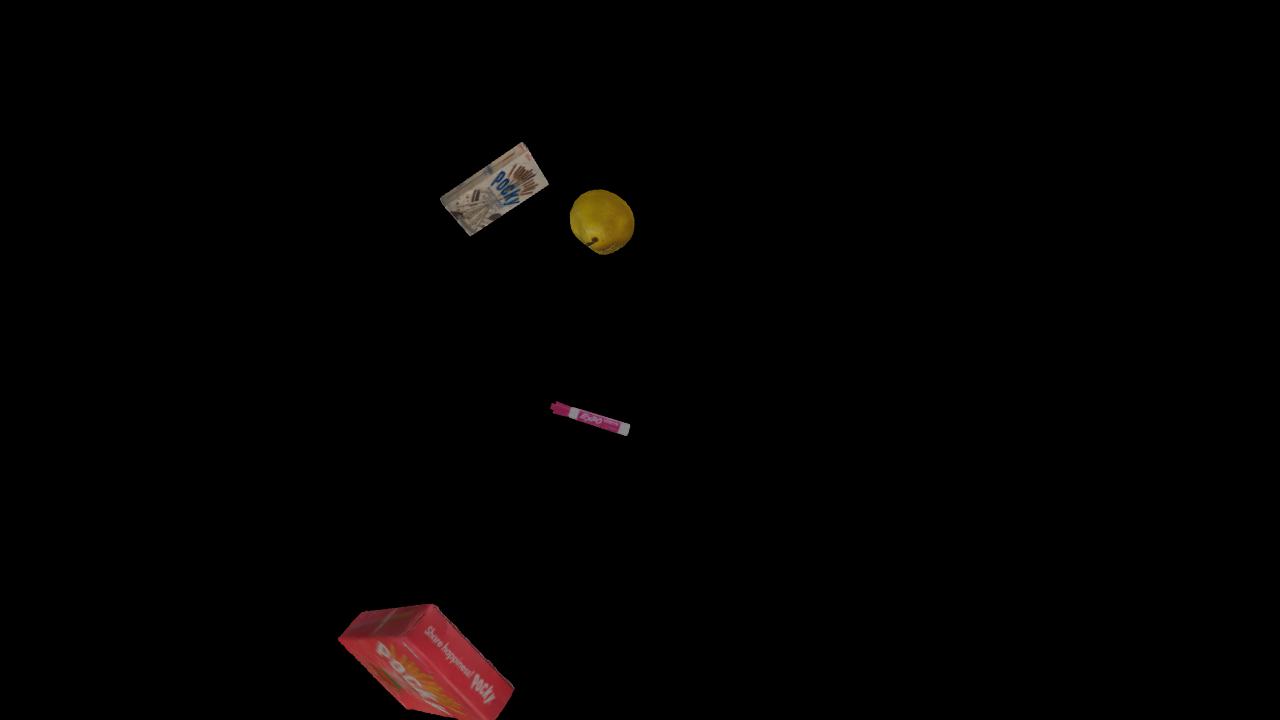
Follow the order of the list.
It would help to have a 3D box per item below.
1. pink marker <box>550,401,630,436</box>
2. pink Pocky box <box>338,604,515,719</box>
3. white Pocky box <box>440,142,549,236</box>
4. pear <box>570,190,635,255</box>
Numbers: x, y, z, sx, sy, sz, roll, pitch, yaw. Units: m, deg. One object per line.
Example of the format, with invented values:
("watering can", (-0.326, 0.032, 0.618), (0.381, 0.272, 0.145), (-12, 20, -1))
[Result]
("pink marker", (-0.074, 0.087, 0.912), (0.121, 0.020, 0.020), (18, -2, -7))
("pink Pocky box", (-0.159, 0.217, 0.441), (0.155, 0.084, 0.029), (-28, 15, 45))
("white Pocky box", (-0.225, -0.264, 0.958), (0.154, 0.028, 0.084), (-34, -27, 0))
("pear", (-0.044, -0.156, 0.732), (0.080, 0.080, 0.111), (0, 36, -7))
